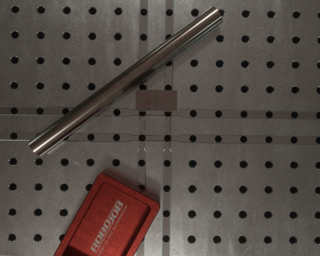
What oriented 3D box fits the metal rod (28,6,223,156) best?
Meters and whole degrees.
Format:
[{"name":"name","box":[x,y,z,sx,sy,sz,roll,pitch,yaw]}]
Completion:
[{"name":"metal rod","box":[-0.045,-0.062,0.412,0.301,0.025,0.025,-36,90,-1]}]

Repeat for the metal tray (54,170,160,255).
[{"name":"metal tray","box":[-0.068,0.133,0.410,0.090,0.030,0.130,29,90,-1]}]

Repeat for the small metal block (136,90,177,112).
[{"name":"small metal block","box":[-0.004,-0.034,0.401,0.050,0.050,0.025,1,90,-1]}]
